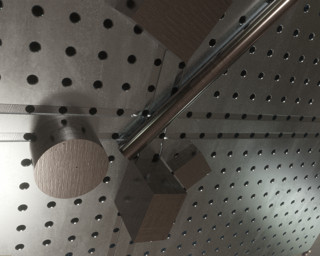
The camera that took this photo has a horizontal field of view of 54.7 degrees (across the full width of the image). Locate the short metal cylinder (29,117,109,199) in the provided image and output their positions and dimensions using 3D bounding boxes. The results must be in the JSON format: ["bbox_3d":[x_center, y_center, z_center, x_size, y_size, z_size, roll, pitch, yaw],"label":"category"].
[{"bbox_3d":[-0.106,0.034,0.359,0.081,0.050,0.079,-14,125,-21],"label":"short metal cylinder"}]

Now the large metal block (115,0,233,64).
[{"bbox_3d":[0.015,-0.129,0.325,0.080,0.050,0.080,30,101,-38],"label":"large metal block"}]

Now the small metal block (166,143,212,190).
[{"bbox_3d":[0.045,0.060,0.475,0.050,0.025,0.050,-36,130,-4],"label":"small metal block"}]

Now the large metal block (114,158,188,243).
[{"bbox_3d":[-0.016,0.097,0.429,0.050,0.080,0.079,8,115,-32],"label":"large metal block"}]

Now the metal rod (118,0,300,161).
[{"bbox_3d":[0.062,-0.069,0.404,0.300,0.025,0.025,-43,130,1],"label":"metal rod"}]
